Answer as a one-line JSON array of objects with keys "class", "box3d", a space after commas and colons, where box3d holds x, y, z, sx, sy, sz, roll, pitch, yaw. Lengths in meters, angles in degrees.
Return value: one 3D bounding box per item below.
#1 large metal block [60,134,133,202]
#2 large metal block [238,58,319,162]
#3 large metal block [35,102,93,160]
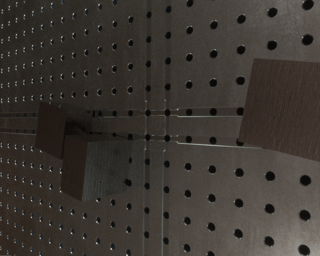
[{"class": "large metal block", "box3d": [-0.090, 0.053, 0.446, 0.050, 0.081, 0.079, 12, 98, 39]}, {"class": "large metal block", "box3d": [0.127, -0.018, 0.287, 0.080, 0.050, 0.079, 15, 100, 38]}, {"class": "large metal block", "box3d": [-0.164, 0.002, 0.525, 0.080, 0.050, 0.079, 16, 100, 38]}]
